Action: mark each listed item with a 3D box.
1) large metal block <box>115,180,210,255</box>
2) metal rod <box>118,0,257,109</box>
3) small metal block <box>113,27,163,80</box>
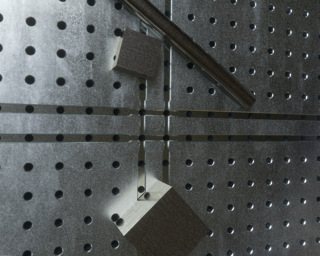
[{"bbox_3d":[0.003,0.128,0.402,0.080,0.050,0.080,-44,104,-15],"label":"large metal block"},{"bbox_3d":[0.019,-0.125,0.420,0.301,0.025,0.025,37,78,-17],"label":"metal rod"},{"bbox_3d":[-0.030,-0.095,0.402,0.050,0.025,0.050,15,85,-20],"label":"small metal block"}]
